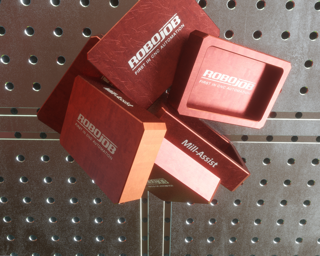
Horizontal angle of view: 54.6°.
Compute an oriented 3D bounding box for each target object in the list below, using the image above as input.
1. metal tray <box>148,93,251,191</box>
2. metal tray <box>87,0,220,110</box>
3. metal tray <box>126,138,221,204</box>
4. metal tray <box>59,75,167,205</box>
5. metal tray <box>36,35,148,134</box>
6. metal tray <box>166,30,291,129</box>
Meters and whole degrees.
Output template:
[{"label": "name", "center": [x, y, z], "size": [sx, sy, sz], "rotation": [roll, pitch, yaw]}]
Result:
[{"label": "metal tray", "center": [0.044, 0.013, 0.383], "size": [0.130, 0.090, 0.030], "rotation": [36, 106, -13]}, {"label": "metal tray", "center": [-0.007, -0.095, 0.356], "size": [0.130, 0.030, 0.090], "rotation": [-46, 108, 0]}, {"label": "metal tray", "center": [0.002, 0.055, 0.383], "size": [0.090, 0.130, 0.030], "rotation": [37, 67, -13]}, {"label": "metal tray", "center": [-0.058, 0.007, 0.335], "size": [0.030, 0.130, 0.089], "rotation": [0, 117, -46]}, {"label": "metal tray", "center": [-0.082, -0.040, 0.395], "size": [0.090, 0.030, 0.130], "rotation": [37, 106, -14]}, {"label": "metal tray", "center": [0.083, -0.052, 0.366], "size": [0.131, 0.030, 0.089], "rotation": [9, 112, -27]}]
